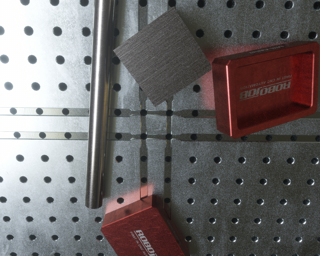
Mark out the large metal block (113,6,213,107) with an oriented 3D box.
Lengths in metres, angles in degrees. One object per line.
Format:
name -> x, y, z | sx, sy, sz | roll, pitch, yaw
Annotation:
large metal block -> 0.004, -0.085, 0.369 | 0.080, 0.050, 0.080 | -33, 107, 11

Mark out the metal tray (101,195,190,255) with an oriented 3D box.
metal tray -> -0.019, 0.176, 0.475 | 0.090, 0.030, 0.130 | -25, 109, 8

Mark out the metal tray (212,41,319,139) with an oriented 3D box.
metal tray -> 0.128, -0.048, 0.368 | 0.131, 0.030, 0.089 | -16, 111, -19

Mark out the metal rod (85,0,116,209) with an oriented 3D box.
metal rod -> -0.079, -0.028, 0.402 | 0.025, 0.025, 0.298 | 6, 110, -3
